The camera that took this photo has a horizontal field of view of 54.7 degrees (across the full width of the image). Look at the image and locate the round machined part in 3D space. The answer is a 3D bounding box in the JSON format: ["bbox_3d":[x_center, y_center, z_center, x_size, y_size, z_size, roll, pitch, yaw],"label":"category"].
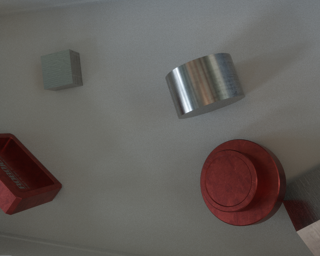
[{"bbox_3d":[0.086,0.061,0.352,0.098,0.042,0.098,-12,71,39],"label":"round machined part"}]

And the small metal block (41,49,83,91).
[{"bbox_3d":[-0.146,-0.085,0.460,0.050,0.025,0.050,-8,87,19],"label":"small metal block"}]

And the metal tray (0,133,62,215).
[{"bbox_3d":[-0.218,0.060,0.450,0.130,0.090,0.030,41,103,15],"label":"metal tray"}]

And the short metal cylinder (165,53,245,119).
[{"bbox_3d":[0.052,-0.047,0.362,0.080,0.080,0.050,-20,84,18],"label":"short metal cylinder"}]

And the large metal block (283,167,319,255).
[{"bbox_3d":[0.177,0.081,0.313,0.080,0.080,0.050,-35,98,16],"label":"large metal block"}]
